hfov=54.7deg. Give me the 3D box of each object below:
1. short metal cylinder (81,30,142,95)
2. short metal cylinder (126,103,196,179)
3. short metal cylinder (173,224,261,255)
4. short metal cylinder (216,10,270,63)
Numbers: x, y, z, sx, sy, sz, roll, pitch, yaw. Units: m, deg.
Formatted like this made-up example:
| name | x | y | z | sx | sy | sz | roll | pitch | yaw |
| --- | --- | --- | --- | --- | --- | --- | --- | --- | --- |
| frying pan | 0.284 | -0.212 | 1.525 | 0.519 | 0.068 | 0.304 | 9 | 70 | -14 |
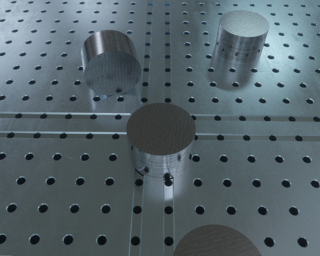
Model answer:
| name | x | y | z | sx | sy | sz | roll | pitch | yaw |
| --- | --- | --- | --- | --- | --- | --- | --- | --- | --- |
| short metal cylinder | -0.071 | -0.094 | 0.450 | 0.081 | 0.080 | 0.050 | -10 | 51 | -9 |
| short metal cylinder | 0.001 | 0.015 | 0.379 | 0.081 | 0.050 | 0.080 | 0 | 50 | 0 |
| short metal cylinder | 0.049 | 0.135 | 0.278 | 0.081 | 0.050 | 0.080 | 0 | 50 | 0 |
| short metal cylinder | 0.138 | -0.156 | 0.524 | 0.081 | 0.050 | 0.080 | 0 | 50 | 0 |
